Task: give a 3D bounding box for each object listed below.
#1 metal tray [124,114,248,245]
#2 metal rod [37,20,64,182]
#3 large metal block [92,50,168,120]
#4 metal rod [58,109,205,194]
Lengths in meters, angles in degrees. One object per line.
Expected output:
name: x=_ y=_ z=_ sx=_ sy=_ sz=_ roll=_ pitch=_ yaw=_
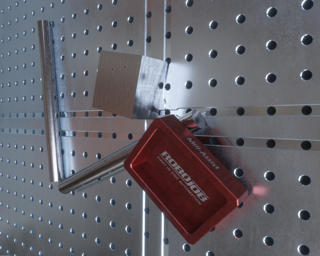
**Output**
metal tray: x=0.025 y=0.059 z=0.364 sx=0.130 sy=0.030 sz=0.089 roll=47 pitch=122 yaw=17
metal rod: x=-0.203 y=-0.052 z=0.573 sx=0.025 sy=0.025 sz=0.298 roll=-11 pitch=83 yaw=39
large metal block: x=-0.043 y=-0.059 z=0.426 sx=0.080 sy=0.050 sz=0.079 roll=17 pitch=101 yaw=38
metal rod: x=-0.061 y=0.046 z=0.457 sx=0.299 sy=0.025 sz=0.025 roll=-28 pitch=73 yaw=36
